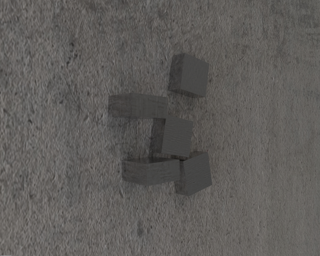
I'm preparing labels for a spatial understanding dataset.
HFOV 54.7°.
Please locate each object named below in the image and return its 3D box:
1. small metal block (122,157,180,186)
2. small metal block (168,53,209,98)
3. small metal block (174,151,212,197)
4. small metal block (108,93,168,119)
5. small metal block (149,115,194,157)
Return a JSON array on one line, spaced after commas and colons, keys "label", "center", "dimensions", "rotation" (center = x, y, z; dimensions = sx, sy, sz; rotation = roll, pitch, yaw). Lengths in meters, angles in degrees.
[{"label": "small metal block", "center": [-0.012, 0.051, 0.379], "dimensions": [0.050, 0.050, 0.025], "rotation": [-2, 92, -40]}, {"label": "small metal block", "center": [0.041, -0.073, 0.439], "dimensions": [0.050, 0.025, 0.050], "rotation": [12, 82, -39]}, {"label": "small metal block", "center": [0.046, 0.064, 0.443], "dimensions": [0.050, 0.025, 0.050], "rotation": [-15, 100, -39]}, {"label": "small metal block", "center": [-0.027, -0.025, 0.366], "dimensions": [0.050, 0.050, 0.025], "rotation": [3, 88, -40]}, {"label": "small metal block", "center": [0.016, 0.011, 0.418], "dimensions": [0.050, 0.025, 0.050], "rotation": [13, 82, -39]}]
